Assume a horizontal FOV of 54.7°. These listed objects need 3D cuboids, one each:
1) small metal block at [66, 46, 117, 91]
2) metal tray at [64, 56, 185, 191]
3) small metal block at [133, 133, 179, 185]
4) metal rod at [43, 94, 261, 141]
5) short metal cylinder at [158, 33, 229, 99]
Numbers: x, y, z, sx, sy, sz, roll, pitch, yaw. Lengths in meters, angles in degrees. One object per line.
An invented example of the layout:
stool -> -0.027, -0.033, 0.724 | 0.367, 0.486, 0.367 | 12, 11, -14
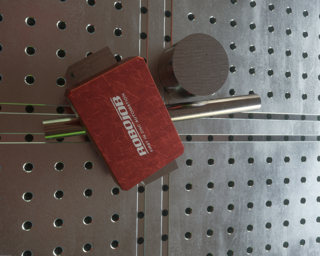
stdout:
small metal block -> -0.082, -0.070, 0.369 | 0.050, 0.050, 0.025 | -33, 101, -17
metal tray -> -0.037, -0.005, 0.356 | 0.091, 0.030, 0.129 | -32, 112, -17
small metal block -> -0.011, 0.040, 0.408 | 0.050, 0.025, 0.050 | -25, 99, -19
metal rod -> 0.005, -0.019, 0.415 | 0.303, 0.025, 0.025 | -8, 93, -20
short metal cylinder -> 0.044, -0.081, 0.416 | 0.081, 0.050, 0.079 | 0, 90, -21
